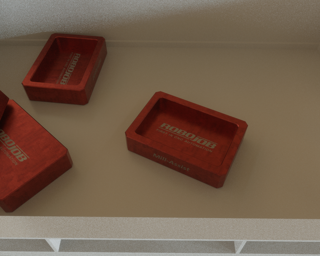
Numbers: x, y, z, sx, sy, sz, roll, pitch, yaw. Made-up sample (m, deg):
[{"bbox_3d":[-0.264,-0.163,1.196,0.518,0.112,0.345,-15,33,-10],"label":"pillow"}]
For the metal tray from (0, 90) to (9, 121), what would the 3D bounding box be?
[{"bbox_3d":[-0.242,0.010,0.364,0.090,0.030,0.130,-12,51,16],"label":"metal tray"}]

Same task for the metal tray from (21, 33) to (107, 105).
[{"bbox_3d":[-0.142,-0.095,0.479,0.091,0.030,0.130,6,50,4],"label":"metal tray"}]

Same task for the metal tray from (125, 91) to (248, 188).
[{"bbox_3d":[0.034,0.010,0.393,0.130,0.030,0.090,22,53,17],"label":"metal tray"}]

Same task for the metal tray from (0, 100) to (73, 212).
[{"bbox_3d":[-0.183,0.027,0.376,0.130,0.030,0.090,35,58,25],"label":"metal tray"}]
